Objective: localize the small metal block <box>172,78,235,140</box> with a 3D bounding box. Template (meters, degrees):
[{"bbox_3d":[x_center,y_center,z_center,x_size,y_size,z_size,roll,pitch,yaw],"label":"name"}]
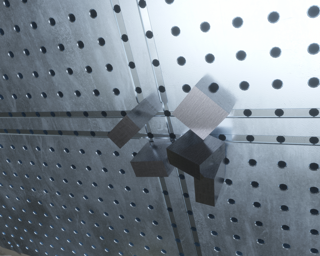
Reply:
[{"bbox_3d":[0.051,-0.022,0.371,0.050,0.025,0.050,40,129,1],"label":"small metal block"}]

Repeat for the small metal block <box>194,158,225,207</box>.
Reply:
[{"bbox_3d":[0.064,0.063,0.396,0.025,0.050,0.050,10,130,23],"label":"small metal block"}]

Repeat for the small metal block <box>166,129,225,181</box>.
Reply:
[{"bbox_3d":[0.044,0.030,0.380,0.050,0.050,0.025,26,138,36],"label":"small metal block"}]

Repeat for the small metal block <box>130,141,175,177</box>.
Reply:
[{"bbox_3d":[-0.004,0.042,0.424,0.050,0.050,0.025,-6,116,31],"label":"small metal block"}]

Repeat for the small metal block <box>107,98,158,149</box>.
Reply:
[{"bbox_3d":[-0.036,-0.006,0.411,0.025,0.050,0.050,46,129,-4],"label":"small metal block"}]
